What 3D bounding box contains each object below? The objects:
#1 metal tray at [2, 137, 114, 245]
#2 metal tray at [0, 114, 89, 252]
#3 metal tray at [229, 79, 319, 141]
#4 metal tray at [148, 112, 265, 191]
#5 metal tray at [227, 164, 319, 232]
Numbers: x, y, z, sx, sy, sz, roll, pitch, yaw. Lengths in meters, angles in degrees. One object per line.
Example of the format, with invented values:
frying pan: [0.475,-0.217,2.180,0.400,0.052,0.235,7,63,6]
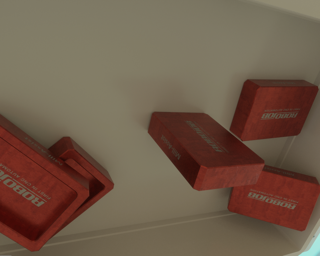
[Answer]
metal tray: [-0.135,0.082,0.383,0.130,0.030,0.090,-39,130,-3]
metal tray: [-0.152,0.058,0.325,0.130,0.030,0.090,42,90,-18]
metal tray: [0.181,-0.029,0.489,0.131,0.030,0.089,-4,120,-27]
metal tray: [0.052,0.022,0.384,0.091,0.130,0.030,0,119,-29]
metal tray: [0.189,0.113,0.525,0.131,0.030,0.089,14,109,10]
